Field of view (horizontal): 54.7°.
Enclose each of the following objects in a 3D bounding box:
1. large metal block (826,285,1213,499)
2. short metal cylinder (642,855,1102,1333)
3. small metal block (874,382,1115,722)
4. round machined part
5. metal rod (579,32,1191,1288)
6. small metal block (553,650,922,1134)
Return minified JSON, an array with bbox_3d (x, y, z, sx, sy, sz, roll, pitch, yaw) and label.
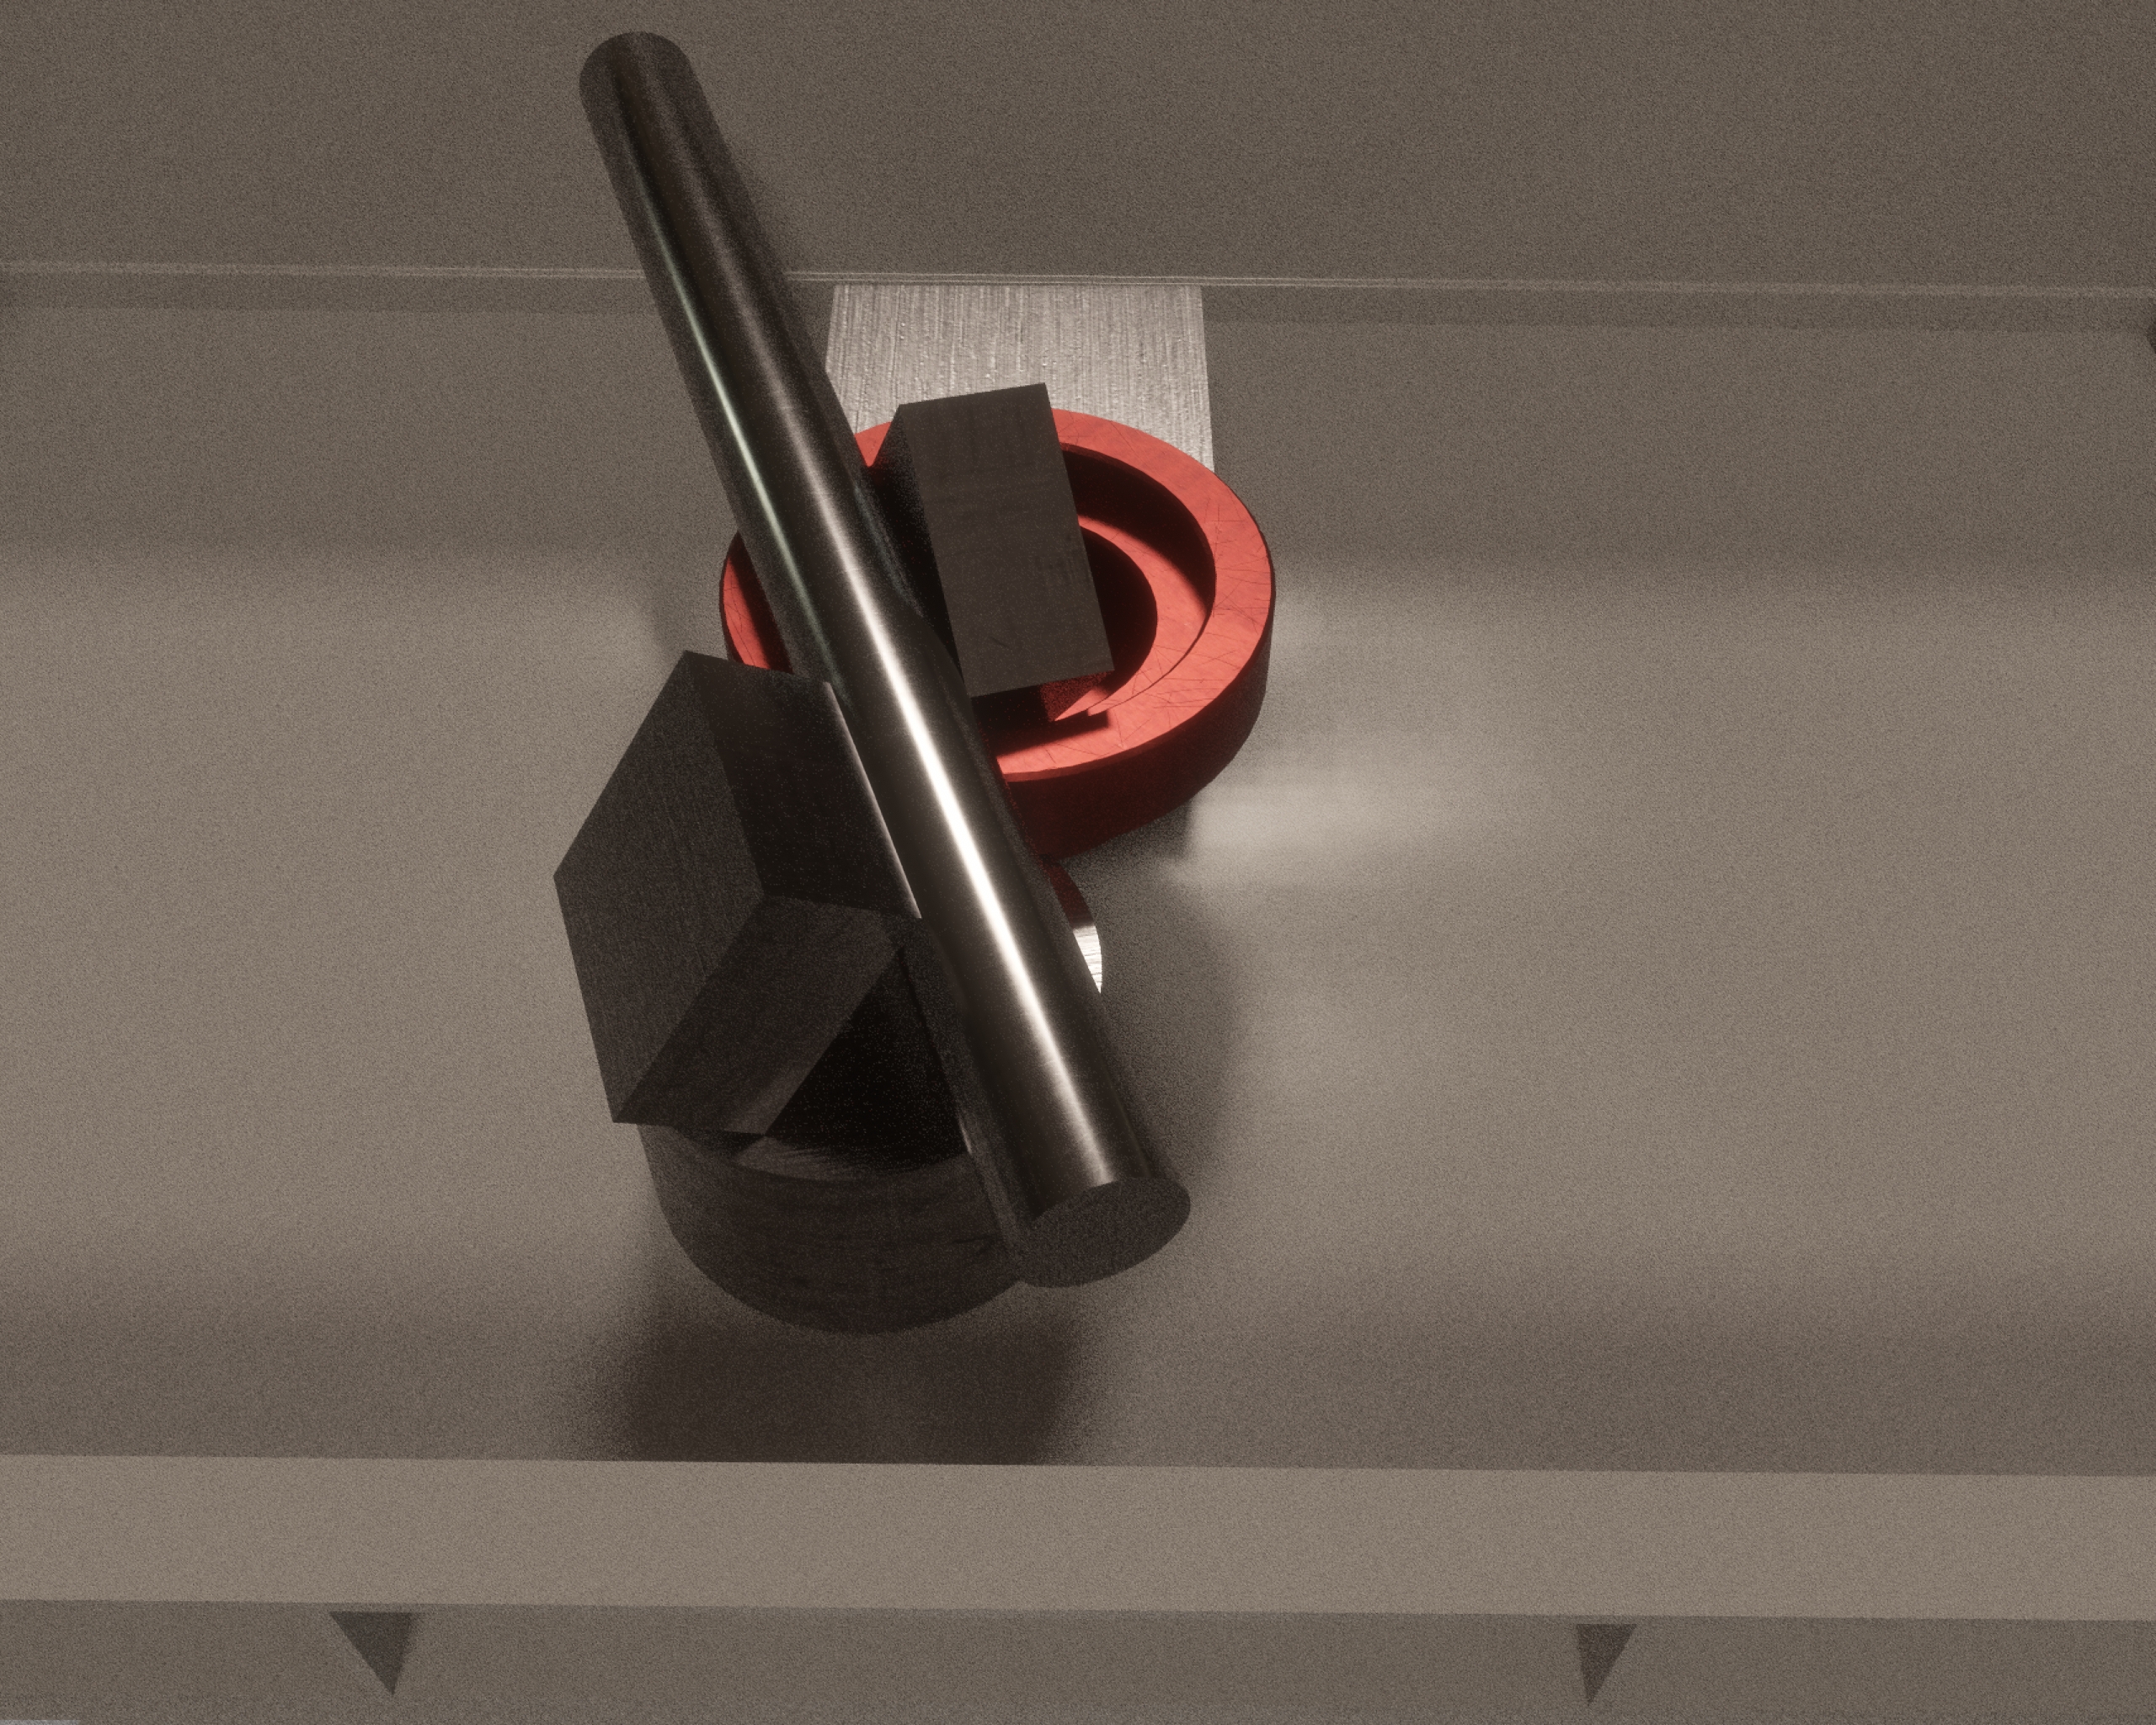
[{"bbox_3d":[-0.013,-0.081,0.453,0.081,0.050,0.080,0,50,-1],"label":"large metal block"},{"bbox_3d":[-0.036,0.033,0.359,0.081,0.050,0.080,0,50,0],"label":"short metal cylinder"},{"bbox_3d":[-0.017,-0.050,0.367,0.025,0.050,0.050,-12,86,-15],"label":"small metal block"},{"bbox_3d":[-0.014,-0.038,0.386,0.099,0.042,0.098,0,50,0],"label":"round machined part"},{"bbox_3d":[-0.046,-0.060,0.363,0.025,0.025,0.299,-15,52,-12],"label":"metal rod"},{"bbox_3d":[-0.053,0.005,0.314,0.025,0.050,0.050,11,40,-37],"label":"small metal block"}]
